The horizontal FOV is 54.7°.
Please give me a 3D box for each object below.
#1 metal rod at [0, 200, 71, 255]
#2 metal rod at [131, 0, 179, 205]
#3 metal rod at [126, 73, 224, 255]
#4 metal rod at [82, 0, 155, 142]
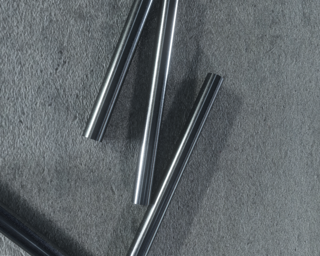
[{"bbox_3d":[-0.130,0.146,0.361,0.300,0.025,0.025,46,76,-15],"label":"metal rod"},{"bbox_3d":[-0.004,-0.051,0.407,0.025,0.025,0.298,9,87,-20],"label":"metal rod"},{"bbox_3d":[0.017,0.063,0.415,0.025,0.025,0.299,28,81,-18],"label":"metal rod"},{"bbox_3d":[-0.034,-0.126,0.396,0.025,0.025,0.299,22,83,-19],"label":"metal rod"}]
